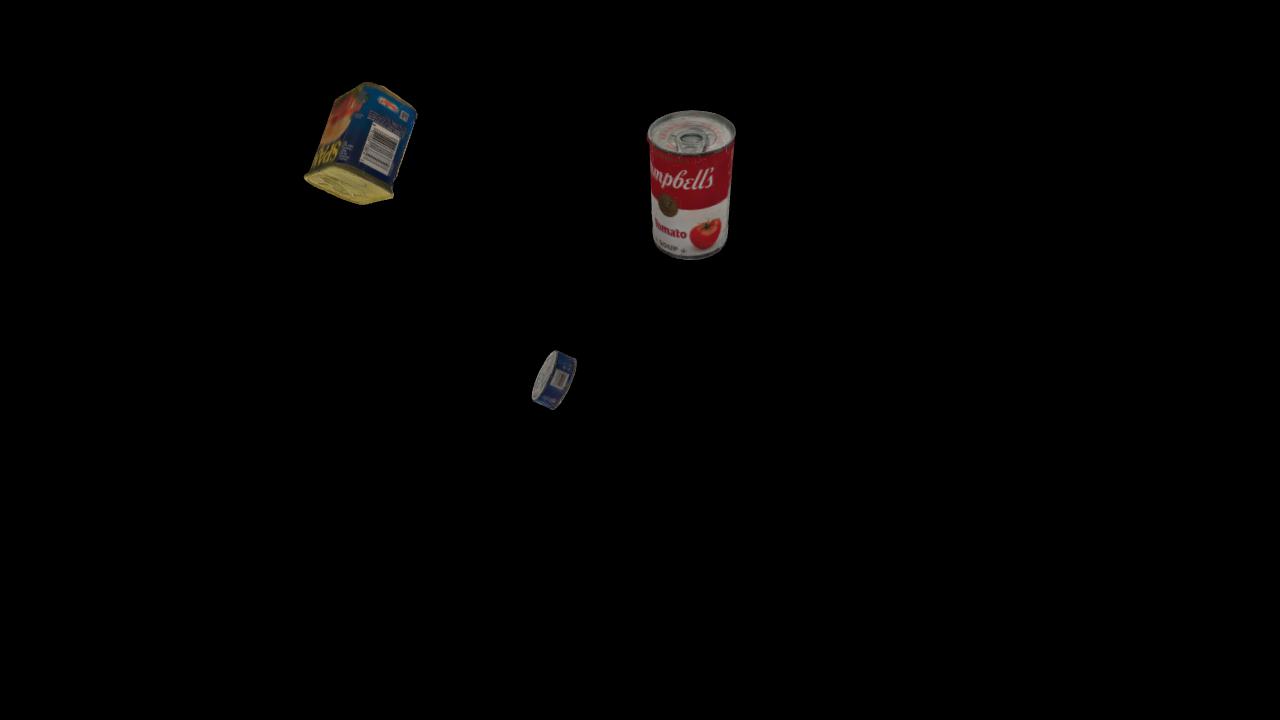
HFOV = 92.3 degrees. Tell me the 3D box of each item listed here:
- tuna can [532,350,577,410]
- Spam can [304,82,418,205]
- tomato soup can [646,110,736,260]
[{"bbox_3d":[-0.127,0.029,0.903,0.034,0.084,0.084,25,-9,-20],"label":"tuna can"},{"bbox_3d":[-0.256,-0.197,0.569,0.101,0.085,0.058,8,-11,44],"label":"Spam can"},{"bbox_3d":[0.041,-0.141,0.506,0.068,0.068,0.101,0,-41,3],"label":"tomato soup can"}]
